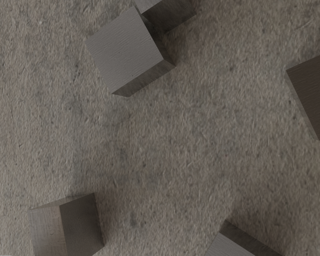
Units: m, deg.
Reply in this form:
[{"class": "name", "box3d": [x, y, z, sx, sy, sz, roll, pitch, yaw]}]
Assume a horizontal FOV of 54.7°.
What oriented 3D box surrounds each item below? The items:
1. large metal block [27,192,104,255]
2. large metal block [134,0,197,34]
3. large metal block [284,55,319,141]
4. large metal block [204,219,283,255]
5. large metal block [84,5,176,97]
[{"class": "large metal block", "box3d": [-0.125, 0.139, 0.423, 0.050, 0.080, 0.080, -13, 86, 19]}, {"class": "large metal block", "box3d": [-0.003, -0.173, 0.380, 0.050, 0.080, 0.080, -28, 81, 18]}, {"class": "large metal block", "box3d": [0.189, -0.039, 0.329, 0.080, 0.050, 0.080, -24, 82, 18]}, {"class": "large metal block", "box3d": [0.089, 0.170, 0.364, 0.080, 0.050, 0.080, 30, 100, 17]}, {"class": "large metal block", "box3d": [-0.038, -0.097, 0.408, 0.080, 0.050, 0.080, -30, 80, 17]}]
